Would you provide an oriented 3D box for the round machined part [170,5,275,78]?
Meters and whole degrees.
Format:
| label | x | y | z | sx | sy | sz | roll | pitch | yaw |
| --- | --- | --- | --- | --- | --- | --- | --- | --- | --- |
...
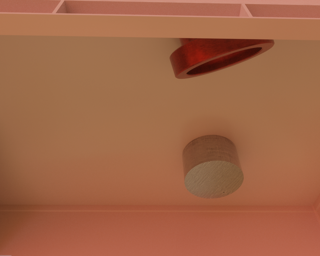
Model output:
| label | x | y | z | sx | sy | sz | roll | pitch | yaw |
| --- | --- | --- | --- | --- | --- | --- | --- | --- | --- |
| round machined part | 0.056 | -0.084 | 0.303 | 0.098 | 0.098 | 0.042 | -17 | 90 | 13 |

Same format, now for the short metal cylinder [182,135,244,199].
| label | x | y | z | sx | sy | sz | roll | pitch | yaw |
| --- | --- | --- | --- | --- | --- | --- | --- | --- | --- |
| short metal cylinder | 0.074 | 0.056 | 0.442 | 0.081 | 0.050 | 0.079 | 0 | 130 | 0 |
